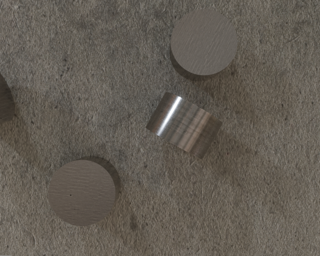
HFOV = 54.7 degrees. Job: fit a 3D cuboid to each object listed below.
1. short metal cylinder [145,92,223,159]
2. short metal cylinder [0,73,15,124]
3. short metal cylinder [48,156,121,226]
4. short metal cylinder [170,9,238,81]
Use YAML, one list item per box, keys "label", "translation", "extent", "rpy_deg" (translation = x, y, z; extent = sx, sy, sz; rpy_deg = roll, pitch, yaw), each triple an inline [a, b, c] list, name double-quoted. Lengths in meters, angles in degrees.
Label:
- label: "short metal cylinder"
  translation: [0.029, -0.003, 0.383]
  extent: [0.080, 0.080, 0.050]
  rpy_deg: [29, 90, 0]
- label: "short metal cylinder"
  translation: [-0.225, -0.038, 0.381]
  extent: [0.050, 0.080, 0.080]
  rpy_deg: [-19, 90, 0]
- label: "short metal cylinder"
  translation: [-0.094, 0.078, 0.397]
  extent: [0.081, 0.050, 0.080]
  rpy_deg: [0, 90, 0]
- label: "short metal cylinder"
  translation: [0.053, -0.103, 0.398]
  extent: [0.081, 0.050, 0.080]
  rpy_deg: [0, 90, 0]
